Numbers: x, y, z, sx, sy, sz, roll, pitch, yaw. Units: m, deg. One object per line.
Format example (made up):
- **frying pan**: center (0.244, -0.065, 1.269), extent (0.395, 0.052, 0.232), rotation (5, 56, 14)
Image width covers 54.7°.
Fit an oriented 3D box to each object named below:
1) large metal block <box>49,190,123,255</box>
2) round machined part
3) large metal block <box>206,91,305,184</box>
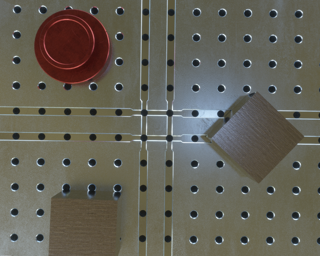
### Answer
- **large metal block**: center (-0.093, 0.126, 0.400), extent (0.081, 0.050, 0.080), rotation (3, 90, 0)
- **round machined part**: center (-0.115, -0.107, 0.404), extent (0.099, 0.042, 0.097), rotation (0, 90, 0)
- **large metal block**: center (0.119, 0.011, 0.402), extent (0.080, 0.050, 0.080), rotation (44, 90, 0)
